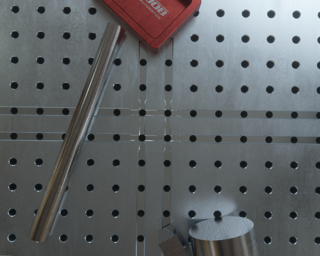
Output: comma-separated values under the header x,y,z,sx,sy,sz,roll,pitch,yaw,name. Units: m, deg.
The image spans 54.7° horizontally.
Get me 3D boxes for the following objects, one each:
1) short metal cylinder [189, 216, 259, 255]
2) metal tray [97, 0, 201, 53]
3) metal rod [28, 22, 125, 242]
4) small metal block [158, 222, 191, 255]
x,y,z,sx,sy,sz,roll,pitch,yaw,name
0.080,0.149,0.387,0.080,0.080,0.050,-10,90,0,short metal cylinder
-0.022,-0.176,0.410,0.130,0.030,0.090,43,90,-1,metal tray
-0.110,0.005,0.411,0.025,0.025,0.299,20,90,-1,metal rod
0.021,0.157,0.401,0.025,0.050,0.050,-28,90,1,small metal block
